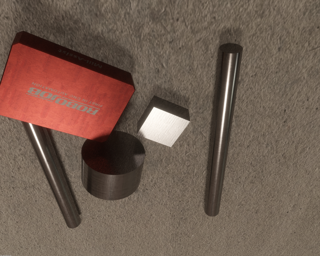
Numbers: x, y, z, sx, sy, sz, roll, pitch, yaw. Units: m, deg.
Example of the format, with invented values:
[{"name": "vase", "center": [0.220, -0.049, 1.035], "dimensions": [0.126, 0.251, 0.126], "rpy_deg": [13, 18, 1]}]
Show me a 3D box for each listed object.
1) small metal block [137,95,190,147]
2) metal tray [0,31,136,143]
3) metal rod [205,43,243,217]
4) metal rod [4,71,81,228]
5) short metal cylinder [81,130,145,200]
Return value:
[{"name": "small metal block", "center": [0.004, -0.008, 0.401], "dimensions": [0.050, 0.025, 0.050], "rpy_deg": [21, 127, -18]}, {"name": "metal tray", "center": [-0.105, -0.040, 0.349], "dimensions": [0.131, 0.030, 0.089], "rpy_deg": [18, 121, -26]}, {"name": "metal rod", "center": [0.083, 0.027, 0.431], "dimensions": [0.025, 0.025, 0.298], "rpy_deg": [-2, 130, 1]}, {"name": "metal rod", "center": [-0.159, 0.053, 0.449], "dimensions": [0.025, 0.025, 0.298], "rpy_deg": [-2, 130, 1]}, {"name": "short metal cylinder", "center": [-0.063, 0.048, 0.411], "dimensions": [0.081, 0.080, 0.050], "rpy_deg": [7, 130, -6]}]
